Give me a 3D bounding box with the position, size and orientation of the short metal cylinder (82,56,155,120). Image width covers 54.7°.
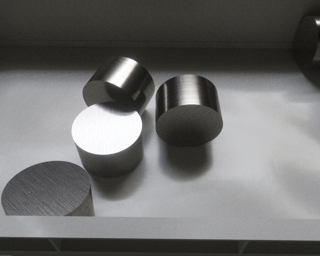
[{"bbox_3d":[-0.053,-0.047,0.408,0.080,0.080,0.050,16,52,13],"label":"short metal cylinder"}]

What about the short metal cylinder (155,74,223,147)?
[{"bbox_3d":[0.035,-0.020,0.386,0.081,0.080,0.050,-1,50,-1],"label":"short metal cylinder"}]

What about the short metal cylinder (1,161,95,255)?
[{"bbox_3d":[-0.108,0.078,0.310,0.081,0.050,0.080,2,35,-1],"label":"short metal cylinder"}]

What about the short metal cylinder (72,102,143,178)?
[{"bbox_3d":[-0.061,0.014,0.377,0.080,0.050,0.080,0,50,0],"label":"short metal cylinder"}]

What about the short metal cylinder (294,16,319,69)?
[{"bbox_3d":[0.251,-0.133,0.483,0.050,0.080,0.080,0,50,0],"label":"short metal cylinder"}]
